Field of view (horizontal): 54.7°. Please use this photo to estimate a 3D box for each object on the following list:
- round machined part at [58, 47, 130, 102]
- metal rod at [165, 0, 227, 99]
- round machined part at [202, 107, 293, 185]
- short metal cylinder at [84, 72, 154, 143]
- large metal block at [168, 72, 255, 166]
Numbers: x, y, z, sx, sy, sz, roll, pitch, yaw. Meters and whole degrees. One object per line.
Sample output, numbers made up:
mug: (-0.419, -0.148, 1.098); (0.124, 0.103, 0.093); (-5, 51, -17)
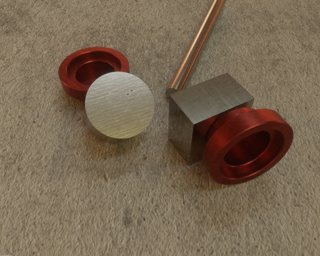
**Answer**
round machined part: (-0.093, -0.072, 0.452); (0.099, 0.042, 0.098); (0, 50, 0)
metal rod: (0.071, -0.155, 0.533); (0.025, 0.025, 0.301); (16, 52, 13)
round machined part: (0.092, 0.016, 0.344); (0.099, 0.097, 0.042); (-15, 47, -12)
short metal cylinder: (-0.052, -0.023, 0.383); (0.081, 0.050, 0.080); (3, 80, -15)
large metal block: (0.058, -0.010, 0.376); (0.081, 0.080, 0.050); (-23, 54, -18)
